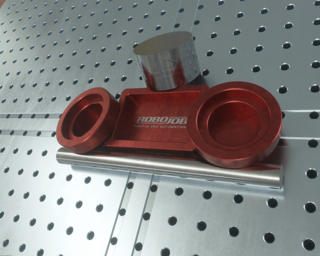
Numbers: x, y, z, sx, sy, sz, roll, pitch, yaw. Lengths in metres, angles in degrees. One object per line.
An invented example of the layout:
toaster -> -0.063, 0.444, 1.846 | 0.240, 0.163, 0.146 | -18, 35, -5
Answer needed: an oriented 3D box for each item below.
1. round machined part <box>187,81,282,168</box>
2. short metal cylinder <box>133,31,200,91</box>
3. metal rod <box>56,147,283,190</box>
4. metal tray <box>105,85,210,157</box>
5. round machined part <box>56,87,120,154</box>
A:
round machined part -> 0.082, -0.001, 0.343 | 0.098, 0.042, 0.098 | -9, 58, 14
short metal cylinder -> 0.010, -0.092, 0.420 | 0.080, 0.050, 0.080 | -13, 31, 8
metal rod -> -0.011, 0.045, 0.381 | 0.300, 0.025, 0.025 | 2, 63, 29
metal tray -> 0.000, -0.009, 0.405 | 0.130, 0.030, 0.090 | 1, 63, 28
round machined part -> -0.096, -0.006, 0.441 | 0.098, 0.042, 0.098 | -20, 49, 25
